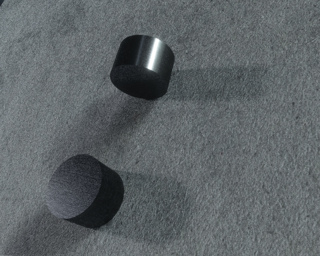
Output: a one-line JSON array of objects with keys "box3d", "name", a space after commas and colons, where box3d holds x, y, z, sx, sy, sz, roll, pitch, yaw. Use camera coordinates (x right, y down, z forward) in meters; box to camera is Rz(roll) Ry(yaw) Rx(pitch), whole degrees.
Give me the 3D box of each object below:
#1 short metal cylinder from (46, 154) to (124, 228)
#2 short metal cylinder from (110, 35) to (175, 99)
[{"box3d": [-0.093, 0.079, 0.388, 0.080, 0.050, 0.080, -13, 56, 21], "name": "short metal cylinder"}, {"box3d": [-0.024, -0.083, 0.432, 0.080, 0.080, 0.050, -1, 61, 28], "name": "short metal cylinder"}]
